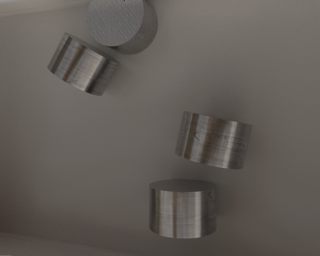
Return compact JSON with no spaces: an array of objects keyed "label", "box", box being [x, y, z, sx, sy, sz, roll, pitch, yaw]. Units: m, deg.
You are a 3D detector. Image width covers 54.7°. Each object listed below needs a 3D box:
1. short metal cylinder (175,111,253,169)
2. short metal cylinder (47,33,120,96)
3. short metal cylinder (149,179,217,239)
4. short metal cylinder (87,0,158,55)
[{"label":"short metal cylinder","box":[0.061,0.012,0.359,0.080,0.080,0.050,13,95,19]},{"label":"short metal cylinder","box":[-0.101,-0.085,0.416,0.080,0.080,0.050,34,101,16]},{"label":"short metal cylinder","box":[0.027,0.093,0.371,0.080,0.080,0.050,0,90,19]},{"label":"short metal cylinder","box":[-0.049,-0.143,0.414,0.080,0.050,0.079,0,90,19]}]
